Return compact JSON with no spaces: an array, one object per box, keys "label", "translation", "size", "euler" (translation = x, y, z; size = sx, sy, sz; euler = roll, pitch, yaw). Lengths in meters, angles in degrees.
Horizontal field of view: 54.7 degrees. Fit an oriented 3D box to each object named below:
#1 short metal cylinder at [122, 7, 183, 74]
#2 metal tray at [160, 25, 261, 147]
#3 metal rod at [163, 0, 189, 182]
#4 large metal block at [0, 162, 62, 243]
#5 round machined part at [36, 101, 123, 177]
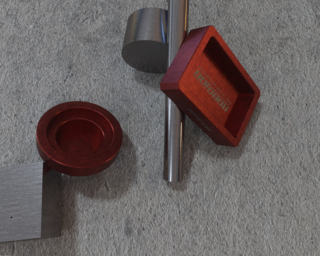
[{"label":"short metal cylinder","translation":[-0.008,-0.116,0.421],"size":[0.080,0.080,0.050],"euler":[6,70,2]},{"label":"metal tray","translation":[0.068,-0.046,0.378],"size":[0.030,0.130,0.090],"euler":[6,62,50]},{"label":"metal rod","translation":[0.020,-0.084,0.373],"size":[0.025,0.025,0.298],"euler":[2,95,0]},{"label":"large metal block","translation":[-0.163,0.088,0.356],"size":[0.080,0.050,0.080],"euler":[-8,70,4]},{"label":"round machined part","translation":[-0.098,0.017,0.379],"size":[0.099,0.042,0.098],"euler":[11,50,-13]}]
